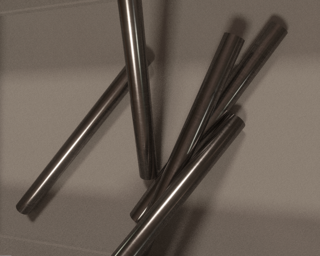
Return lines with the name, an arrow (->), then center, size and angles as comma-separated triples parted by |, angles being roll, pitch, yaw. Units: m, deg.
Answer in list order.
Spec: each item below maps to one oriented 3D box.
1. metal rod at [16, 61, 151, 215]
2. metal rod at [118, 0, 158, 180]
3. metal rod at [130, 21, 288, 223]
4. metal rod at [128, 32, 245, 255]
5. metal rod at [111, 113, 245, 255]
metal rod -> -0.117, 0.015, 0.450 | 0.025, 0.025, 0.299 | 44, 103, 14
metal rod -> -0.026, -0.070, 0.351 | 0.025, 0.025, 0.298 | 5, 118, 19
metal rod -> 0.054, 0.003, 0.390 | 0.025, 0.025, 0.299 | 38, 102, 15
metal rod -> 0.026, 0.033, 0.372 | 0.025, 0.025, 0.298 | 26, 99, 18
metal rod -> -0.003, 0.098, 0.338 | 0.025, 0.025, 0.301 | 37, 73, 16
